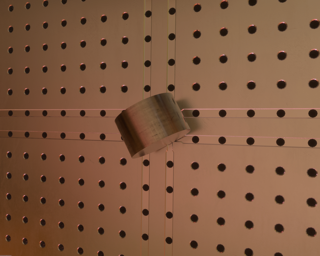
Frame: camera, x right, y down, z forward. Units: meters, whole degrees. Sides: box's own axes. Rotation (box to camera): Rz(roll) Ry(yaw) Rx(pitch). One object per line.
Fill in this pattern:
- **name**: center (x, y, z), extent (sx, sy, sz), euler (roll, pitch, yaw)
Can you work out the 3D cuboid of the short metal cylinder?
- **short metal cylinder**: center (-0.009, -0.002, 0.386), extent (0.080, 0.080, 0.050), euler (-30, 80, 18)
